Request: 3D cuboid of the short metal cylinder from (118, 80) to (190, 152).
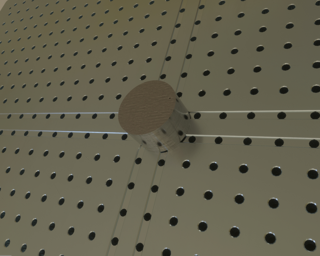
[{"bbox_3d":[-0.007,-0.015,0.406,0.080,0.050,0.080,-13,56,21],"label":"short metal cylinder"}]
